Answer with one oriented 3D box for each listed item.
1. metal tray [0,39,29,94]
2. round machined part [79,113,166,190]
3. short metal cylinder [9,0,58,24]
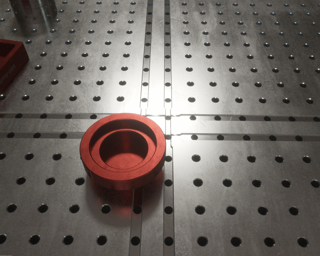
[{"bbox_3d":[-0.276,-0.088,0.474,0.090,0.030,0.130,10,51,8],"label":"metal tray"},{"bbox_3d":[-0.042,0.031,0.370,0.099,0.042,0.098,0,50,0],"label":"round machined part"},{"bbox_3d":[-0.243,-0.242,0.592,0.081,0.050,0.080,0,50,0],"label":"short metal cylinder"}]
